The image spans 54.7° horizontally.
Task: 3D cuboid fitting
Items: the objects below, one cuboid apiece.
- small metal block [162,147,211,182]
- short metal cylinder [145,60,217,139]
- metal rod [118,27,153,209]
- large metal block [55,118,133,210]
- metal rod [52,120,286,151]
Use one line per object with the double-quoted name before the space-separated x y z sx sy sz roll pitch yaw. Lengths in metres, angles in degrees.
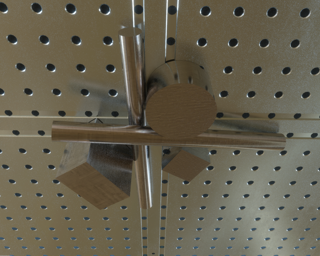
"small metal block" 0.037 0.047 0.454 0.050 0.025 0.050 26 125 -21
"short metal cylinder" 0.024 -0.033 0.368 0.081 0.050 0.079 0 130 0
"metal rod" -0.028 0.012 0.422 0.025 0.025 0.298 -1 130 1
"large metal block" -0.082 0.048 0.414 0.050 0.080 0.080 -28 125 21
"metal rod" 0.021 0.012 0.397 0.302 0.025 0.025 3 131 -13
